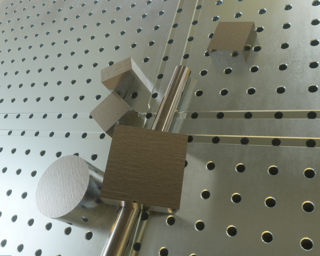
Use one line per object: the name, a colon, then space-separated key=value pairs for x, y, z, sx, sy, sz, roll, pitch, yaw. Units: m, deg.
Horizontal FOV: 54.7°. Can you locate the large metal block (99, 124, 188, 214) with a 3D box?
large metal block: x=-0.016 y=0.047 z=0.345 sx=0.080 sy=0.050 sz=0.080 roll=9 pitch=69 yaw=0

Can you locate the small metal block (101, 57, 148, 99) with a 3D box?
small metal block: x=-0.053 y=-0.072 z=0.462 sx=0.050 sy=0.050 sz=0.025 roll=-21 pitch=54 yaw=16

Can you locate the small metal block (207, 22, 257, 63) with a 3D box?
small metal block: x=0.100 y=-0.119 z=0.428 sx=0.050 sy=0.025 sz=0.050 roll=13 pitch=68 yaw=33

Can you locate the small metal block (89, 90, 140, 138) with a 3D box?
small metal block: x=-0.067 y=-0.019 z=0.453 sx=0.050 sy=0.025 sz=0.050 roll=-44 pitch=53 yaw=-3

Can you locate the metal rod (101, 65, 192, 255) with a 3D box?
metal rod: x=-0.017 y=0.049 z=0.385 sx=0.025 sy=0.025 sz=0.300 roll=8 pitch=65 yaw=31

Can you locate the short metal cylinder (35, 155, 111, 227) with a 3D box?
short metal cylinder: x=-0.110 y=0.081 z=0.398 sx=0.080 sy=0.050 sz=0.080 roll=-13 pitch=56 yaw=20
